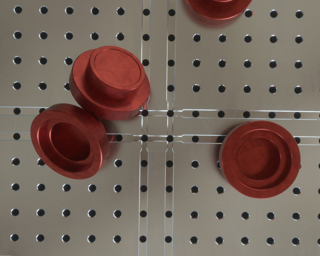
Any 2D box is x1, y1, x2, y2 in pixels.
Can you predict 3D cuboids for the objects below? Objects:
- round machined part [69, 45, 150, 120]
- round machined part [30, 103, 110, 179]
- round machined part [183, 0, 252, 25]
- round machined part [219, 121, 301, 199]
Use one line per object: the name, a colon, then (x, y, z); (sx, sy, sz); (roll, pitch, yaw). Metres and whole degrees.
round machined part: (-0.057, -0.061, 0.378); (0.099, 0.042, 0.098); (14, 54, -20)
round machined part: (-0.107, 0.013, 0.389); (0.098, 0.042, 0.097); (9, 121, 16)
round machined part: (0.078, -0.191, 0.405); (0.099, 0.042, 0.097); (0, 90, 0)
round machined part: (0.126, 0.039, 0.406); (0.099, 0.042, 0.097); (0, 90, 0)
